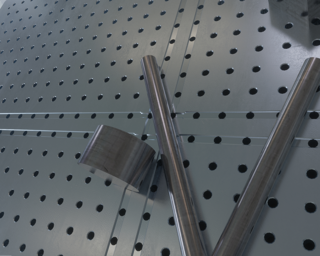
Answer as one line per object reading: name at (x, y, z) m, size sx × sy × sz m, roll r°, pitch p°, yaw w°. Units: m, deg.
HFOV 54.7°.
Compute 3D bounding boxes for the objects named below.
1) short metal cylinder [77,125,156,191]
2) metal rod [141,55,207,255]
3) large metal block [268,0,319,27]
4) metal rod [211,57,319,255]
short metal cylinder at (-0.052, 0.038, 0.377) m, size 0.080 × 0.080 × 0.050 m, roll 12°, pitch 68°, yaw 33°
metal rod at (0.009, 0.015, 0.393) m, size 0.025 × 0.025 × 0.299 m, roll -23°, pitch 53°, yaw 14°
large metal block at (0.198, -0.193, 0.407) m, size 0.080 × 0.050 × 0.080 m, roll -37°, pitch 51°, yaw 3°
metal rod at (0.106, 0.051, 0.320) m, size 0.025 × 0.025 × 0.300 m, roll 20°, pitch 72°, yaw 35°
